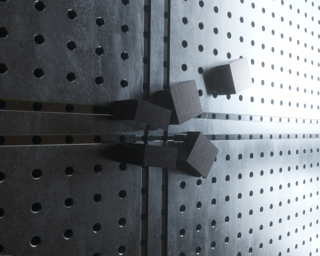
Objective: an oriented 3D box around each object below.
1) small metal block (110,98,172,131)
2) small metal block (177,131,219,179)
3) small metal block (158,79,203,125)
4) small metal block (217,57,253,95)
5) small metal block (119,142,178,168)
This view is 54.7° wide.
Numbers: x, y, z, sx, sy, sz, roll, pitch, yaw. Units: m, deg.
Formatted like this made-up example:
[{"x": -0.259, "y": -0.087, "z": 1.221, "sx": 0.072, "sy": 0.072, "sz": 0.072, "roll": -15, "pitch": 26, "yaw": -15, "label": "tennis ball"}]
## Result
[{"x": -0.023, "y": -0.015, "z": 0.375, "sx": 0.050, "sy": 0.050, "sz": 0.025, "roll": 18, "pitch": 79, "yaw": -39, "label": "small metal block"}, {"x": 0.055, "y": 0.040, "z": 0.458, "sx": 0.050, "sy": 0.025, "sz": 0.050, "roll": 43, "pitch": 64, "yaw": -32, "label": "small metal block"}, {"x": 0.030, "y": -0.036, "z": 0.436, "sx": 0.050, "sy": 0.025, "sz": 0.050, "roll": -26, "pitch": 107, "yaw": -37, "label": "small metal block"}, {"x": 0.126, "y": -0.087, "z": 0.518, "sx": 0.050, "sy": 0.025, "sz": 0.050, "roll": -26, "pitch": 107, "yaw": -37, "label": "small metal block"}, {"x": -0.015, "y": 0.034, "z": 0.382, "sx": 0.050, "sy": 0.050, "sz": 0.025, "roll": 10, "pitch": 84, "yaw": -40, "label": "small metal block"}]
